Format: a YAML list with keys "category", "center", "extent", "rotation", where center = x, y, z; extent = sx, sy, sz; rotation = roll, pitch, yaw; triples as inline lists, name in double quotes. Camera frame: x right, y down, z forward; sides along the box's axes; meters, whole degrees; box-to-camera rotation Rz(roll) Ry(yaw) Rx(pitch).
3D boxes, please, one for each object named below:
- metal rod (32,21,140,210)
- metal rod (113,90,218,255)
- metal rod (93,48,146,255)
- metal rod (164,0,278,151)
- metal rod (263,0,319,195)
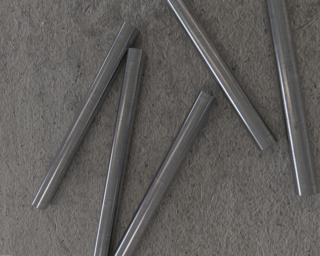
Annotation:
- category: "metal rod"
  center: [-0.111, -0.011, 0.448]
  extent: [0.025, 0.025, 0.299]
  rotation: [33, 100, 17]
- category: "metal rod"
  center: [-0.007, 0.089, 0.411]
  extent: [0.025, 0.025, 0.299]
  rotation: [30, 100, 17]
- category: "metal rod"
  center: [-0.057, 0.041, 0.429]
  extent: [0.025, 0.025, 0.298]
  rotation: [12, 94, 19]
- category: "metal rod"
  center: [0.054, -0.107, 0.389]
  extent: [0.025, 0.025, 0.299]
  rotation: [-33, 80, 17]
- category: "metal rod"
  center: [0.145, -0.074, 0.357]
  extent: [0.025, 0.025, 0.298]
  rotation: [-9, 87, 20]
